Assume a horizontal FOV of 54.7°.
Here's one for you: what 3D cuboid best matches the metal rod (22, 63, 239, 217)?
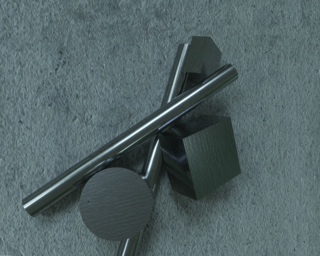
[{"bbox_3d":[-0.028,0.009,0.382,0.301,0.025,0.025,-34,102,-10],"label":"metal rod"}]

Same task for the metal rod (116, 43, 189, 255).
[{"bbox_3d":[-0.004,0.033,0.408,0.025,0.025,0.299,18,84,-19],"label":"metal rod"}]

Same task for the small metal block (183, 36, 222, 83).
[{"bbox_3d":[0.058,-0.089,0.419,0.050,0.025,0.050,25,79,-59],"label":"small metal block"}]

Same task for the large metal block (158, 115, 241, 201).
[{"bbox_3d":[0.053,0.034,0.401,0.081,0.050,0.080,-23,107,-31],"label":"large metal block"}]

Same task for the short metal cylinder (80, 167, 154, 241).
[{"bbox_3d":[-0.048,0.086,0.366,0.080,0.050,0.080,0,84,0],"label":"short metal cylinder"}]
